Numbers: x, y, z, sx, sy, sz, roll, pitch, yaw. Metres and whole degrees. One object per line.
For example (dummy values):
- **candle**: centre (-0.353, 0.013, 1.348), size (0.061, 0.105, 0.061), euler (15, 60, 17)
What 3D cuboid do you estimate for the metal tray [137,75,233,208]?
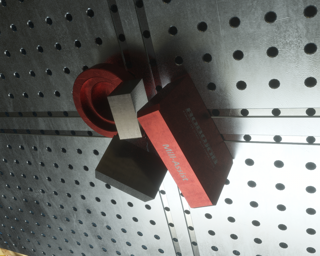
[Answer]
- **metal tray**: centre (0.035, 0.015, 0.359), size (0.030, 0.090, 0.130), euler (-19, 109, 35)

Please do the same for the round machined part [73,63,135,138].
- **round machined part**: centre (-0.061, -0.039, 0.406), size (0.098, 0.042, 0.097), euler (13, 124, 20)

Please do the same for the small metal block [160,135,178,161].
- **small metal block**: centre (0.028, 0.030, 0.407), size (0.050, 0.025, 0.050), euler (19, 131, 30)

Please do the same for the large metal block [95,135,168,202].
- **large metal block**: centre (-0.040, 0.059, 0.421), size (0.080, 0.050, 0.080), euler (27, 161, -3)

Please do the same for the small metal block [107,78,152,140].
- **small metal block**: centre (-0.032, -0.022, 0.344), size (0.025, 0.050, 0.050), euler (-7, 115, 15)
